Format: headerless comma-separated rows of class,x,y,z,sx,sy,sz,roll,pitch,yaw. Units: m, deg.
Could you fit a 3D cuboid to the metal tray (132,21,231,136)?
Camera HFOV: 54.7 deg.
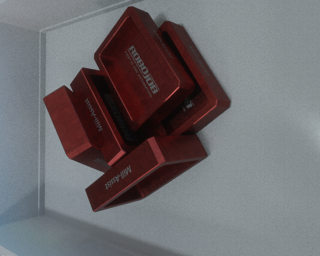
metal tray,0.017,-0.055,0.387,0.090,0.030,0.130,-42,64,33

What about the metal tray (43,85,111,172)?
metal tray,-0.093,0.009,0.412,0.030,0.130,0.090,-31,67,3

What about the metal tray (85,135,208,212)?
metal tray,-0.017,0.055,0.375,0.130,0.091,0.030,-39,66,32

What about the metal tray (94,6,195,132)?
metal tray,-0.025,-0.071,0.380,0.090,0.030,0.130,-44,63,31

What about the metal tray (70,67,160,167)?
metal tray,-0.050,-0.016,0.400,0.030,0.091,0.130,-44,64,31
